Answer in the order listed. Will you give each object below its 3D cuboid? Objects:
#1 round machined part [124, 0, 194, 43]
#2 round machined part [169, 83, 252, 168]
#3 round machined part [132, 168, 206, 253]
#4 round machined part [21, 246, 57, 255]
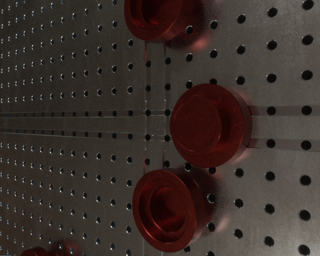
[{"bbox_3d":[0.003,-0.156,0.394,0.098,0.042,0.097,0,90,39],"label":"round machined part"},{"bbox_3d":[0.050,-0.003,0.356,0.098,0.042,0.097,0,90,39],"label":"round machined part"},{"bbox_3d":[0.015,0.098,0.384,0.098,0.042,0.097,0,90,39],"label":"round machined part"},{"bbox_3d":[-0.220,0.270,0.576,0.098,0.042,0.097,0,90,39],"label":"round machined part"}]
